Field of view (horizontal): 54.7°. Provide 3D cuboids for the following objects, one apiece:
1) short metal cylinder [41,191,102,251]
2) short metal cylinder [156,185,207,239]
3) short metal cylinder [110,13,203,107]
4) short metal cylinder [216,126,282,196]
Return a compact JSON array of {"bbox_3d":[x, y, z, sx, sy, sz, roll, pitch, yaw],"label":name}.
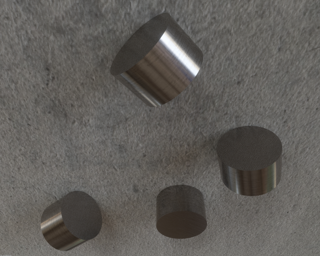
[{"bbox_3d":[-0.140,0.148,0.495,0.050,0.080,0.080,-34,123,25],"label":"short metal cylinder"},{"bbox_3d":[0.034,0.139,0.510,0.081,0.050,0.079,0,130,0],"label":"short metal cylinder"},{"bbox_3d":[-0.004,-0.068,0.313,0.080,0.080,0.050,-34,123,25],"label":"short metal cylinder"},{"bbox_3d":[0.118,0.042,0.409,0.080,0.080,0.050,-10,129,8],"label":"short metal cylinder"}]
